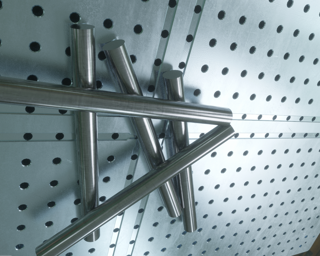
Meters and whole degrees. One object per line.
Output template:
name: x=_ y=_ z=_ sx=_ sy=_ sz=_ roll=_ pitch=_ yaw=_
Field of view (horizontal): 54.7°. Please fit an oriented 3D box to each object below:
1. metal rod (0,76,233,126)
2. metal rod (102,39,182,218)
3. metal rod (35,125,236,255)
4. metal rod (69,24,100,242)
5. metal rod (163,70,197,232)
metal rod: x=-0.039 y=-0.026 z=0.343 sx=0.302 sy=0.025 sz=0.025 roll=5 pitch=116 yaw=-31
metal rod: x=-0.012 y=0.024 z=0.420 sx=0.025 sy=0.025 sz=0.299 roll=-27 pitch=128 yaw=-12
metal rod: x=-0.027 y=0.082 z=0.416 sx=0.301 sy=0.025 sz=0.025 roll=-33 pitch=129 yaw=-7
metal rod: x=-0.089 y=0.028 z=0.380 sx=0.025 sy=0.025 sz=0.298 roll=-9 pitch=123 yaw=-24
metal rod: x=0.035 y=0.055 z=0.466 sx=0.025 sy=0.025 sz=0.298 roll=-21 pitch=127 yaw=-16
